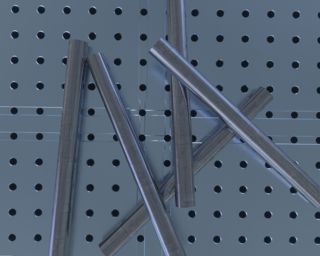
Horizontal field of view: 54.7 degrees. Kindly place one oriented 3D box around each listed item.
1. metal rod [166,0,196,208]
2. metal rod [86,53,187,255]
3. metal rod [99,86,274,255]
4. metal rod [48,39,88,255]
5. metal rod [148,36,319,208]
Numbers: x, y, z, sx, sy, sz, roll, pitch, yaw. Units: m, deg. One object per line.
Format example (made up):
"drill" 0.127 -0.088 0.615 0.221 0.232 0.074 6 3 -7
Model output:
"metal rod" 0.026 -0.052 0.399 0.025 0.025 0.298 -2 84 -1
"metal rod" -0.029 0.042 0.394 0.025 0.025 0.299 -23 83 0
"metal rod" 0.035 0.058 0.413 0.300 0.025 0.025 -44 91 -1
"metal rod" -0.122 0.034 0.411 0.025 0.025 0.298 5 90 -1
"metal rod" 0.105 0.000 0.389 0.300 0.025 0.025 41 90 -11
